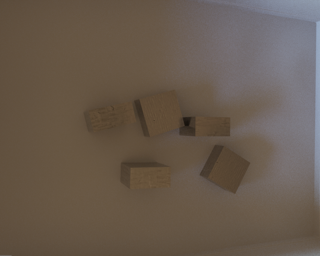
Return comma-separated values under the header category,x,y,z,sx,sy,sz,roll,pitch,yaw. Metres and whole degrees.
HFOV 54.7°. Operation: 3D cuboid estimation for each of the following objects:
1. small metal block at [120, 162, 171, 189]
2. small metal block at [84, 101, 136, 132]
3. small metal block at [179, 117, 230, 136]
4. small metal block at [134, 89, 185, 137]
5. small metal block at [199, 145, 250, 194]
category,x,y,z,sx,sy,sz,roll,pitch,yaw
small metal block,-0.019,0.059,0.390,0.050,0.050,0.025,1,90,-20
small metal block,-0.062,-0.013,0.374,0.050,0.050,0.025,-14,95,-19
small metal block,0.059,-0.002,0.419,0.050,0.050,0.025,0,90,-20
small metal block,-0.001,-0.020,0.410,0.050,0.025,0.050,-18,96,-19
small metal block,0.093,0.059,0.445,0.050,0.025,0.050,32,80,-17
